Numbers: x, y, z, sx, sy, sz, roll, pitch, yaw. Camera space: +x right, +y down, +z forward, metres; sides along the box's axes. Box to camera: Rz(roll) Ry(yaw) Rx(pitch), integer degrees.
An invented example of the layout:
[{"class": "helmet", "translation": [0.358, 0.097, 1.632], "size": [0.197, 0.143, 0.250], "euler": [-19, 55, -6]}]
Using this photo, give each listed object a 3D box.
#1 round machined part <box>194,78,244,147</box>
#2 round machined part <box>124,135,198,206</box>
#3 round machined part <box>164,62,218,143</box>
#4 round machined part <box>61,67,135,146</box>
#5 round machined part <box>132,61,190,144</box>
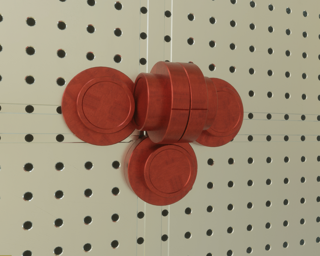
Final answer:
[{"class": "round machined part", "translation": [0.076, -0.022, 0.432], "size": [0.099, 0.042, 0.097], "euler": [0, 90, -21]}, {"class": "round machined part", "translation": [0.006, 0.054, 0.407], "size": [0.099, 0.042, 0.097], "euler": [0, 90, -21]}, {"class": "round machined part", "translation": [0.036, -0.031, 0.382], "size": [0.042, 0.098, 0.097], "euler": [-1, 91, -20]}, {"class": "round machined part", "translation": [-0.069, -0.027, 0.379], "size": [0.099, 0.042, 0.097], "euler": [0, 90, -21]}, {"class": "round machined part", "translation": [-0.005, -0.030, 0.366], "size": [0.042, 0.098, 0.097], "euler": [1, 90, -20]}]
